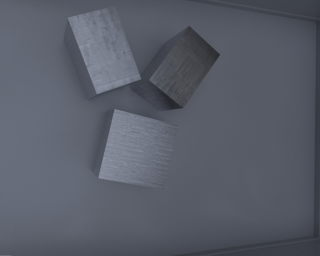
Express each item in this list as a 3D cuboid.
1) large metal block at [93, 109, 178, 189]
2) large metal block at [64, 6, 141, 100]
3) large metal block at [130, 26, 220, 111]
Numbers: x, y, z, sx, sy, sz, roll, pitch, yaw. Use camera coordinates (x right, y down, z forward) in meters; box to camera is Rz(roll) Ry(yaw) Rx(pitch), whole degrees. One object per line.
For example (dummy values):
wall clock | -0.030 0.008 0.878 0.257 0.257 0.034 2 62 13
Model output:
large metal block | -0.032 0.026 0.385 0.081 0.050 0.080 14 85 -20
large metal block | -0.069 -0.081 0.356 0.050 0.080 0.080 -22 98 -19
large metal block | 0.016 -0.069 0.387 0.050 0.080 0.080 38 78 -16
